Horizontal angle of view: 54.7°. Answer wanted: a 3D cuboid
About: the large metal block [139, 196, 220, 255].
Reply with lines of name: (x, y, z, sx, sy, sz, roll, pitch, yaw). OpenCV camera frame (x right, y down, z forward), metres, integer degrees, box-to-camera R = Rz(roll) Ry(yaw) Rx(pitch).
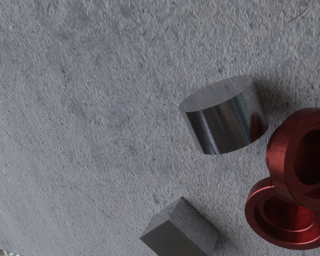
large metal block: (0.030, 0.164, 0.476, 0.080, 0.050, 0.080, 43, 129, -2)

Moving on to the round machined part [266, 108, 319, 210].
round machined part: (0.148, 0.028, 0.312, 0.098, 0.099, 0.042, 63, 163, -17)

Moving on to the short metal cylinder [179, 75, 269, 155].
short metal cylinder: (0.067, -0.015, 0.326, 0.080, 0.080, 0.050, -14, 111, 33)

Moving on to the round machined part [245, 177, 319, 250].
round machined part: (0.156, 0.095, 0.372, 0.098, 0.042, 0.097, 13, 124, 20)
